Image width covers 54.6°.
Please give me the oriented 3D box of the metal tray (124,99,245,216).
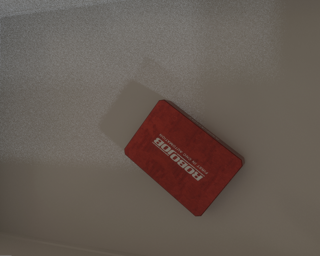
[{"bbox_3d":[0.029,0.036,0.398,0.130,0.030,0.090,39,102,15],"label":"metal tray"}]
